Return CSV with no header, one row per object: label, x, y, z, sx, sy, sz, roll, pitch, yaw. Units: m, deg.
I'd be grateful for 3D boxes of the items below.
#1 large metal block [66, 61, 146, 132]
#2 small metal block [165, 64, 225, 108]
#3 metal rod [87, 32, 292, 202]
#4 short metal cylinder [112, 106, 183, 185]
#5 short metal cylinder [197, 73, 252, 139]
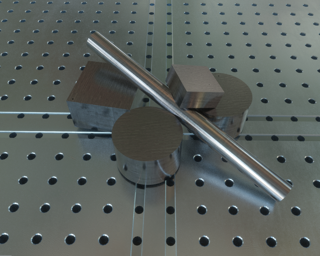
large metal block,-0.068,-0.042,0.419,0.080,0.050,0.080,9,51,7
small metal block,0.041,-0.050,0.371,0.050,0.025,0.050,-2,47,-25
metal rod,0.026,-0.021,0.375,0.300,0.025,0.025,40,60,12
short metal cylinder,-0.014,0.020,0.369,0.081,0.050,0.080,0,50,0
short metal cylinder,0.076,-0.028,0.411,0.081,0.050,0.080,0,50,0
